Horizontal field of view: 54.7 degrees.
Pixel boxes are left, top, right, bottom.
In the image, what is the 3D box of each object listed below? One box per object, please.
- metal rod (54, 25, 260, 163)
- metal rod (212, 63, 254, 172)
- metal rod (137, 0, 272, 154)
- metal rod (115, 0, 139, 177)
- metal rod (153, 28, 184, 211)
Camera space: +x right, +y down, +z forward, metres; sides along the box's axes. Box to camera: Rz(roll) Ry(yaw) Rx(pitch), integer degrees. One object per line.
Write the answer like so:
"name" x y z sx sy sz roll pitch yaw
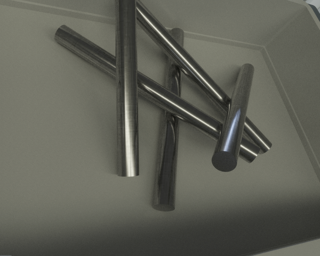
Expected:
"metal rod" -0.006 -0.046 0.405 0.301 0.025 0.025 32 51 3
"metal rod" 0.111 -0.036 0.433 0.025 0.025 0.301 38 34 -3
"metal rod" 0.058 -0.074 0.457 0.300 0.025 0.025 46 50 -8
"metal rod" -0.039 -0.094 0.362 0.025 0.025 0.298 0 87 -29
"metal rod" 0.016 -0.033 0.436 0.025 0.025 0.300 18 54 -18
